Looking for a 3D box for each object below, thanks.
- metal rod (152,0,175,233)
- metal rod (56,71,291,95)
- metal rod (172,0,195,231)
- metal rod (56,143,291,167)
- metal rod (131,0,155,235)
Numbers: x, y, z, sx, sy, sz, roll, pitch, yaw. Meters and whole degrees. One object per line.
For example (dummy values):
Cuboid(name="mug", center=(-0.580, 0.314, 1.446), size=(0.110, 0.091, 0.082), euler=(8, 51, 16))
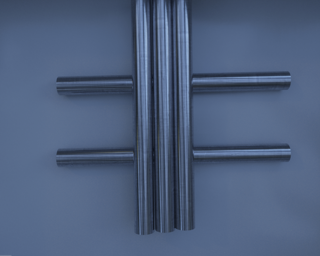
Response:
Cuboid(name="metal rod", center=(0.004, -0.023, 0.384), size=(0.025, 0.025, 0.298), euler=(-1, 90, 0))
Cuboid(name="metal rod", center=(0.018, -0.059, 0.410), size=(0.302, 0.025, 0.025), euler=(-1, 90, 0))
Cuboid(name="metal rod", center=(0.029, -0.026, 0.384), size=(0.025, 0.025, 0.298), euler=(-1, 90, 0))
Cuboid(name="metal rod", center=(0.018, 0.036, 0.410), size=(0.302, 0.025, 0.025), euler=(-1, 90, 0))
Cuboid(name="metal rod", center=(-0.022, -0.021, 0.384), size=(0.025, 0.025, 0.298), euler=(-1, 90, 0))
